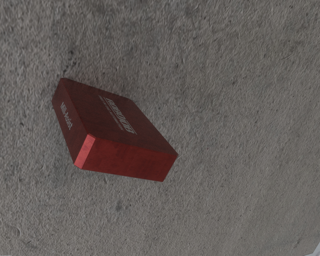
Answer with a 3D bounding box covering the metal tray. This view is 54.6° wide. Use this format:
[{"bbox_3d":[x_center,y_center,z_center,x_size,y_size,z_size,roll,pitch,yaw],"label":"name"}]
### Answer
[{"bbox_3d":[-0.050,-0.002,0.310,0.091,0.130,0.030,16,110,-35],"label":"metal tray"}]
